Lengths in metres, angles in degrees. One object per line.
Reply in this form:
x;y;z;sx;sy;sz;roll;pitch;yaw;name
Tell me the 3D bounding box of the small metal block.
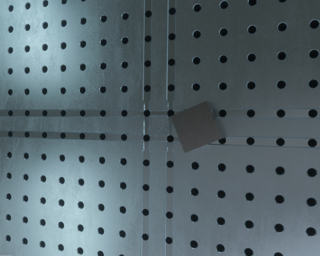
0.048;-0.001;0.396;0.050;0.025;0.050;-23;82;18;small metal block
